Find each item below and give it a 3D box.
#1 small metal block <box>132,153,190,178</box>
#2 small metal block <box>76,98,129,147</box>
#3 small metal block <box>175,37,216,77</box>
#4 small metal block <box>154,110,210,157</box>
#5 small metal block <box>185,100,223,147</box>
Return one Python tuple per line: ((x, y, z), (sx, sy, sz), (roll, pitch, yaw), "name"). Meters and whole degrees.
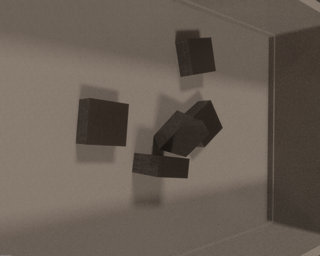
((0.001, 0.048, 0.393), (0.050, 0.050, 0.025), (10, 84, -40), "small metal block")
((-0.065, -0.005, 0.354), (0.050, 0.025, 0.050), (6, 86, -40), "small metal block")
((0.053, -0.104, 0.453), (0.050, 0.025, 0.050), (-17, 101, -39), "small metal block")
((0.029, 0.009, 0.415), (0.050, 0.050, 0.025), (20, 33, -39), "small metal block")
((0.061, -0.007, 0.461), (0.050, 0.025, 0.050), (-42, 116, -32), "small metal block")
